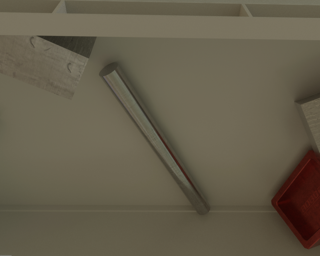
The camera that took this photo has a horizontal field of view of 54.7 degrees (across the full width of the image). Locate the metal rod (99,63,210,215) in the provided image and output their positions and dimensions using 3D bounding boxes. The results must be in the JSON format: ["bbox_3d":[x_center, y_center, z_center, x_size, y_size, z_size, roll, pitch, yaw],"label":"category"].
[{"bbox_3d":[0.008,0.035,0.439,0.025,0.025,0.299,-21,128,16],"label":"metal rod"}]

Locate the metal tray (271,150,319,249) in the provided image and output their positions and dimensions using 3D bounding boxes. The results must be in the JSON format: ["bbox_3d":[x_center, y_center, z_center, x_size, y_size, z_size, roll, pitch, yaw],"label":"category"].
[{"bbox_3d":[0.229,0.104,0.455,0.030,0.090,0.129,-6,134,-26],"label":"metal tray"}]

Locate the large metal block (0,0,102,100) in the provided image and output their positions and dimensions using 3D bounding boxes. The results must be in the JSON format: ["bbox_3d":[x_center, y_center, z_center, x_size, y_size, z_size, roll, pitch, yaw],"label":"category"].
[{"bbox_3d":[-0.109,-0.083,0.301,0.080,0.080,0.050,22,127,-18],"label":"large metal block"}]

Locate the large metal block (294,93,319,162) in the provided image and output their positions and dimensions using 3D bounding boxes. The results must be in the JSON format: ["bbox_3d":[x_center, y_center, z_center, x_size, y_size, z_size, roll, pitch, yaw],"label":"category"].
[{"bbox_3d":[0.218,-0.007,0.366,0.080,0.050,0.080,-22,92,17],"label":"large metal block"}]
